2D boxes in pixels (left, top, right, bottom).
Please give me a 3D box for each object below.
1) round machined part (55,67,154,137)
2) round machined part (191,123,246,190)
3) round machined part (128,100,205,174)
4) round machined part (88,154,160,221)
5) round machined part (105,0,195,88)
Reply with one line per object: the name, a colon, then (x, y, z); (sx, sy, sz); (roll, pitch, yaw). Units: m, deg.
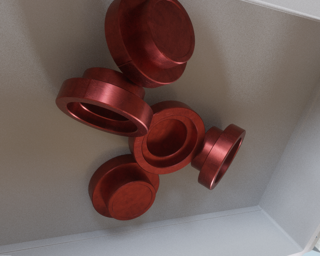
round machined part: (-0.054, -0.028, 0.326); (0.098, 0.098, 0.042); (31, 67, -38)
round machined part: (0.080, 0.036, 0.444); (0.098, 0.042, 0.098); (-48, 157, -28)
round machined part: (0.006, 0.009, 0.404); (0.099, 0.042, 0.097); (-12, 122, -19)
round machined part: (-0.045, 0.088, 0.427); (0.099, 0.042, 0.097); (-14, 124, -21)
round machined part: (-0.002, -0.091, 0.306); (0.099, 0.042, 0.098); (11, 74, -45)
